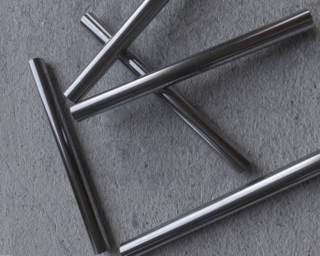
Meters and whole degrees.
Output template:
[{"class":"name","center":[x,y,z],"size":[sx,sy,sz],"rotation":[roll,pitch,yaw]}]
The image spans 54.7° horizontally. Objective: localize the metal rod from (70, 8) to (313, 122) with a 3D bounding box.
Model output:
[{"class":"metal rod","center":[0.029,-0.071,0.377],"size":[0.301,0.025,0.025],"rotation":[-21,83,10]}]

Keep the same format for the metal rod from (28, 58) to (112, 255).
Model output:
[{"class":"metal rod","center":[-0.135,0.036,0.456],"size":[0.025,0.025,0.299],"rotation":[-24,82,18]}]

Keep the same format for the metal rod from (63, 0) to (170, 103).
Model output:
[{"class":"metal rod","center":[-0.017,-0.149,0.395],"size":[0.025,0.025,0.300],"rotation":[44,96,14]}]

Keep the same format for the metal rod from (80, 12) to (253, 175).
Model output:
[{"class":"metal rod","center":[-0.001,-0.054,0.409],"size":[0.300,0.025,0.025],"rotation":[44,104,14]}]

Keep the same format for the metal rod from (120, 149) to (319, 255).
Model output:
[{"class":"metal rod","center":[0.077,0.097,0.381],"size":[0.300,0.025,0.025],"rotation":[-30,80,17]}]
